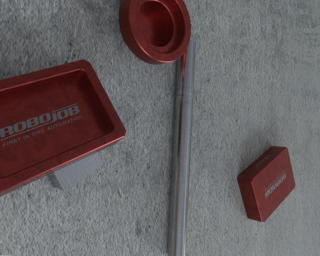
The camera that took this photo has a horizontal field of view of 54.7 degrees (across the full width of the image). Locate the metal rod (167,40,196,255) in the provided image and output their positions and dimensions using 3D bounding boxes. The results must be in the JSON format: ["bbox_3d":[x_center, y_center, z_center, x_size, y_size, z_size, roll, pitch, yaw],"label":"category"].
[{"bbox_3d":[0.031,0.028,0.432,0.025,0.025,0.298,5,87,-40],"label":"metal rod"}]

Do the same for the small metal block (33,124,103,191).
[{"bbox_3d":[-0.096,0.029,0.326,0.050,0.025,0.050,-34,112,-35],"label":"small metal block"}]

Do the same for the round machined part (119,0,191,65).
[{"bbox_3d":[-0.010,-0.128,0.387,0.099,0.042,0.097,0,90,-40],"label":"round machined part"}]

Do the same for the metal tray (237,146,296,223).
[{"bbox_3d":[0.201,0.100,0.574,0.131,0.030,0.089,-29,108,-36],"label":"metal tray"}]

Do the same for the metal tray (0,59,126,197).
[{"bbox_3d":[-0.108,-0.005,0.288,0.131,0.030,0.090,-25,85,-35],"label":"metal tray"}]
